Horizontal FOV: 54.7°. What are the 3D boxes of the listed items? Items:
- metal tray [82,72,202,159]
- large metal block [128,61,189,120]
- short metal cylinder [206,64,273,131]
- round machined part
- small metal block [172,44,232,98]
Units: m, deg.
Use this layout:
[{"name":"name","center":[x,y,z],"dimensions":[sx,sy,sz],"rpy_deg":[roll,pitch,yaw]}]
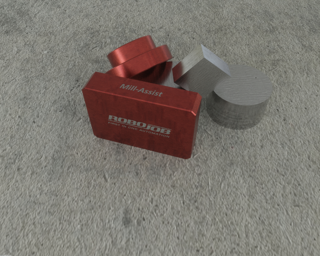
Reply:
[{"name":"metal tray","center":[-0.021,-0.013,0.373],"dimensions":[0.131,0.090,0.030],"rpy_deg":[13,52,10]},{"name":"large metal block","center":[-0.003,-0.047,0.430],"dimensions":[0.081,0.050,0.080],"rpy_deg":[-1,50,-1]},{"name":"short metal cylinder","center":[0.107,-0.043,0.426],"dimensions":[0.081,0.050,0.080],"rpy_deg":[0,50,0]},{"name":"round machined part","center":[-0.035,-0.097,0.438],"dimensions":[0.099,0.098,0.042],"rpy_deg":[-30,100,-23]},{"name":"small metal block","center":[0.052,-0.069,0.388],"dimensions":[0.050,0.050,0.025],"rpy_deg":[26,43,-34]}]
